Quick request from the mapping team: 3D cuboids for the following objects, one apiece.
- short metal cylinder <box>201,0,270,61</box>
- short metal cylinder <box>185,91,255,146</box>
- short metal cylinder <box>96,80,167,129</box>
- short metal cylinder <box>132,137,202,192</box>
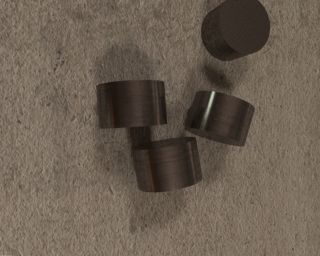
[{"bbox_3d":[0.106,-0.139,0.436,0.081,0.050,0.079,0,90,-21],"label":"short metal cylinder"},{"bbox_3d":[0.079,-0.011,0.410,0.081,0.080,0.050,20,84,-19],"label":"short metal cylinder"},{"bbox_3d":[-0.033,-0.027,0.368,0.081,0.080,0.050,-5,92,-20],"label":"short metal cylinder"},{"bbox_3d":[0.009,0.043,0.384,0.081,0.080,0.050,-11,94,-20],"label":"short metal cylinder"}]
